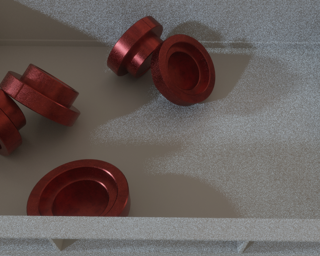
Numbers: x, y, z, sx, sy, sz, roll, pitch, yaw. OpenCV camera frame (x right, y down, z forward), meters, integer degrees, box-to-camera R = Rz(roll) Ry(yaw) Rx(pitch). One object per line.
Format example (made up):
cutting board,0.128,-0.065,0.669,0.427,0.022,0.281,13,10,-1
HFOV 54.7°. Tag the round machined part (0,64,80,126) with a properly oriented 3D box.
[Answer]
round machined part,-0.143,-0.045,0.391,0.098,0.098,0.042,32,90,24

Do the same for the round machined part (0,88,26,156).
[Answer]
round machined part,-0.201,-0.016,0.370,0.098,0.097,0.042,26,55,20

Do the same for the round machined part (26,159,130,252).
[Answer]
round machined part,-0.079,0.081,0.318,0.099,0.042,0.098,-1,40,1

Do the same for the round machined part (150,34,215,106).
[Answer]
round machined part,0.028,-0.078,0.438,0.099,0.042,0.098,8,76,-33

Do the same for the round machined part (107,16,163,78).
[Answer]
round machined part,-0.028,-0.112,0.458,0.042,0.098,0.098,44,59,2
